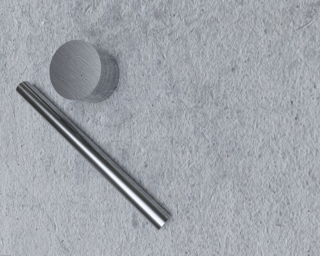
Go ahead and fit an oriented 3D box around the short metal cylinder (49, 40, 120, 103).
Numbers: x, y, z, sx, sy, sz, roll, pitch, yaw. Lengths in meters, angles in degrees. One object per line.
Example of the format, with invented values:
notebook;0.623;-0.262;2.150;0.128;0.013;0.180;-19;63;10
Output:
short metal cylinder;-0.104;-0.077;0.432;0.080;0.050;0.080;0;90;20

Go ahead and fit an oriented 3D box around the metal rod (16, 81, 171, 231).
metal rod;-0.104;0.031;0.445;0.300;0.025;0.025;41;103;15
